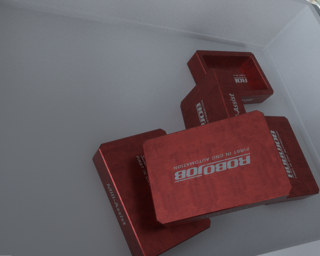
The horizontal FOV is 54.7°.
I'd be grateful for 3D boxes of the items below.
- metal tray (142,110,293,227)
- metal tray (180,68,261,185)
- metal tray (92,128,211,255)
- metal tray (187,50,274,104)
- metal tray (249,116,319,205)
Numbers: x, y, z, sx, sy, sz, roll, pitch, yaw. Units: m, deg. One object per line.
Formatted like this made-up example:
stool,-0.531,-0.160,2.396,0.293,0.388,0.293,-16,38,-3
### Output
metal tray,0.054,0.042,0.320,0.131,0.030,0.090,-15,65,6
metal tray,0.072,0.000,0.402,0.030,0.090,0.130,3,60,-27
metal tray,-0.010,0.071,0.354,0.091,0.030,0.130,-15,69,-34
metal tray,0.119,-0.084,0.516,0.131,0.030,0.090,-7,65,-31
metal tray,0.175,0.045,0.469,0.091,0.030,0.130,0,62,-28
